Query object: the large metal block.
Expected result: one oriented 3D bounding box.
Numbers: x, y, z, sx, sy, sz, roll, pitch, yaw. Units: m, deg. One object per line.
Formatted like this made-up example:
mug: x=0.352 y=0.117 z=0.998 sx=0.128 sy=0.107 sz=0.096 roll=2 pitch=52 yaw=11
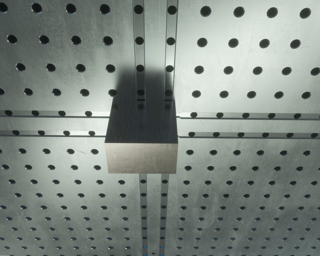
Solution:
large metal block: x=-0.021 y=0.010 z=0.384 sx=0.081 sy=0.080 sz=0.050 roll=1 pitch=130 yaw=-1
